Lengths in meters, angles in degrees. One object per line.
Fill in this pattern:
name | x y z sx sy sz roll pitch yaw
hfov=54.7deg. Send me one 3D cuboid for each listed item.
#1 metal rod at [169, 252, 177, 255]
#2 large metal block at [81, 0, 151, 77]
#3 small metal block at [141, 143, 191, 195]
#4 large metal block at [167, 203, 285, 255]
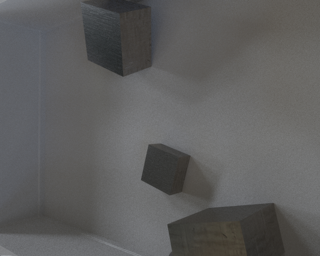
metal rod | 0.080 0.162 0.253 0.299 0.025 0.025 177 92 -67
large metal block | -0.058 -0.125 0.417 0.080 0.050 0.079 29 133 35
small metal block | 0.007 0.052 0.400 0.050 0.025 0.050 20 103 38
large metal block | 0.068 0.112 0.314 0.080 0.081 0.050 -17 80 38
